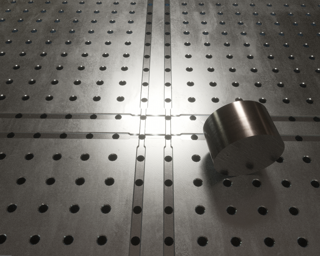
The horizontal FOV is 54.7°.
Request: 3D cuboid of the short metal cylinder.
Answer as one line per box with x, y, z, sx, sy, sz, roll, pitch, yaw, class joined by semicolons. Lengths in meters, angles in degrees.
0.096;0.014;0.362;0.081;0.080;0.050;-7;51;-6;short metal cylinder
